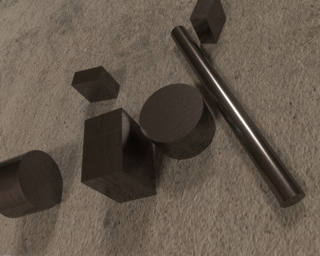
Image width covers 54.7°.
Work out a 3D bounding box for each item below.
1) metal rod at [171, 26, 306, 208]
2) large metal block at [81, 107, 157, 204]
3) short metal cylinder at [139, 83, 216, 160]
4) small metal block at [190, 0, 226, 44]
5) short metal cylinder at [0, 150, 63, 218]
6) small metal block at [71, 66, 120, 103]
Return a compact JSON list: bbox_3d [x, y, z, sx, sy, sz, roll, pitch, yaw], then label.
[{"bbox_3d":[0.078,-0.039,0.385,0.025,0.025,0.300,-31,52,8],"label":"metal rod"},{"bbox_3d":[-0.047,0.035,0.370,0.050,0.080,0.080,-18,55,18],"label":"large metal block"},{"bbox_3d":[0.022,-0.008,0.380,0.080,0.050,0.080,-13,56,20],"label":"short metal cylinder"},{"bbox_3d":[0.070,-0.158,0.447,0.025,0.050,0.050,9,66,32],"label":"small metal block"},{"bbox_3d":[-0.177,0.075,0.414,0.050,0.080,0.080,-19,55,17],"label":"short metal cylinder"},{"bbox_3d":[-0.099,-0.066,0.478,0.050,0.050,0.025,-7,59,24],"label":"small metal block"}]
